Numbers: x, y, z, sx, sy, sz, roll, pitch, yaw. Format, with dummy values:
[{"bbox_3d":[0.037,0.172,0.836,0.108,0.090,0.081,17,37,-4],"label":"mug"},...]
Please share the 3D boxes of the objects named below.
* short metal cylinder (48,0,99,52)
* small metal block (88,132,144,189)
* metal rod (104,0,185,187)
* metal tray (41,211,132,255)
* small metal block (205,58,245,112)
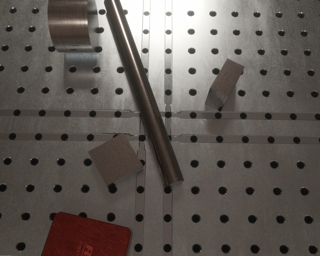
[{"bbox_3d":[-0.119,-0.147,0.435,0.050,0.080,0.080,-1,70,-1],"label":"short metal cylinder"},{"bbox_3d":[-0.056,0.042,0.396,0.050,0.025,0.050,-29,73,-11],"label":"small metal block"},{"bbox_3d":[-0.028,-0.064,0.434,0.025,0.025,0.299,-17,71,-7],"label":"metal rod"},{"bbox_3d":[-0.091,0.169,0.346,0.090,0.030,0.130,12,70,4],"label":"metal tray"},{"bbox_3d":[0.087,-0.057,0.420,0.025,0.050,0.050,29,72,9],"label":"small metal block"}]
